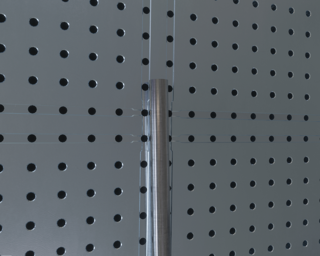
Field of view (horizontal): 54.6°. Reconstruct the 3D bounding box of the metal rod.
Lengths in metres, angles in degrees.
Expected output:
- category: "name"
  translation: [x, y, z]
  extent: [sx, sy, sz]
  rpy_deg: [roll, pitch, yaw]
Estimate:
- category: "metal rod"
  translation: [0.001, 0.086, 0.412]
  extent: [0.025, 0.025, 0.298]
  rpy_deg: [-1, 90, -20]
